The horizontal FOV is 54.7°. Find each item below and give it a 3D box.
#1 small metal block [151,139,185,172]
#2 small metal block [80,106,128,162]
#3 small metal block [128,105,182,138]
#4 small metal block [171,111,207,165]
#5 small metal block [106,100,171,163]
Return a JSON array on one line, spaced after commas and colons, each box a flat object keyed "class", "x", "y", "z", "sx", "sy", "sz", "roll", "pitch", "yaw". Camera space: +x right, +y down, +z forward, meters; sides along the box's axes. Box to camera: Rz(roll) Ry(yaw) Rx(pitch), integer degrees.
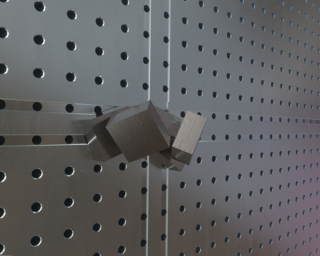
[{"class": "small metal block", "x": 0.017, "y": 0.025, "z": 0.426, "sx": 0.050, "sy": 0.025, "sz": 0.050, "roll": 43, "pitch": 64, "yaw": -32}, {"class": "small metal block", "x": -0.058, "y": 0.006, "z": 0.362, "sx": 0.050, "sy": 0.025, "sz": 0.050, "roll": -25, "pitch": 106, "yaw": -37}, {"class": "small metal block", "x": -0.010, "y": -0.008, "z": 0.386, "sx": 0.050, "sy": 0.050, "sz": 0.025, "roll": 24, "pitch": 75, "yaw": -38}, {"class": "small metal block", "x": 0.036, "y": 0.014, "z": 0.390, "sx": 0.050, "sy": 0.025, "sz": 0.050, "roll": 88, "pitch": 25, "yaw": -68}, {"class": "small metal block", "x": -0.023, "y": 0.004, "z": 0.339, "sx": 0.050, "sy": 0.050, "sz": 0.025, "roll": 61, "pitch": 17, "yaw": -23}]
